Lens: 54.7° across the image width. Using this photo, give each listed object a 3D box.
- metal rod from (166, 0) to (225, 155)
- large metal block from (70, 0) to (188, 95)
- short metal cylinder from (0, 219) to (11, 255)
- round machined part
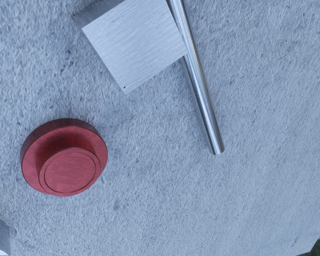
[{"bbox_3d":[0.040,-0.075,0.383,0.025,0.025,0.299,-31,129,-9],"label":"metal rod"},{"bbox_3d":[-0.030,-0.095,0.317,0.080,0.050,0.080,-35,129,-5],"label":"large metal block"},{"bbox_3d":[-0.220,0.149,0.363,0.081,0.050,0.079,-14,125,-21],"label":"short metal cylinder"},{"bbox_3d":[-0.108,0.041,0.363,0.099,0.042,0.097,-14,125,-21],"label":"round machined part"}]
